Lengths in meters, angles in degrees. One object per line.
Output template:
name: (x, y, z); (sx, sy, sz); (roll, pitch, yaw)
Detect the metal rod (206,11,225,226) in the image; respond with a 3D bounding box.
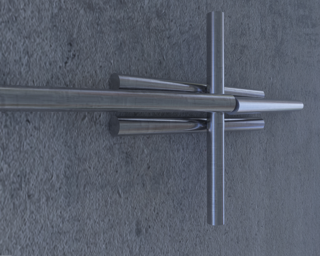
metal rod: (0.079, -0.013, 0.443); (0.025, 0.025, 0.298); (0, 90, -40)

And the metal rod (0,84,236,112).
metal rod: (-0.035, -0.030, 0.345); (0.303, 0.025, 0.025); (-2, 91, -31)

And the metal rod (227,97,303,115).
metal rod: (0.194, -0.039, 0.540); (0.302, 0.025, 0.025); (-5, 94, -50)

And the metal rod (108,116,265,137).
metal rod: (0.062, -0.005, 0.460); (0.302, 0.025, 0.025); (-1, 91, -40)

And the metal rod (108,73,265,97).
metal rod: (0.062, -0.055, 0.459); (0.302, 0.025, 0.025); (-1, 91, -40)
